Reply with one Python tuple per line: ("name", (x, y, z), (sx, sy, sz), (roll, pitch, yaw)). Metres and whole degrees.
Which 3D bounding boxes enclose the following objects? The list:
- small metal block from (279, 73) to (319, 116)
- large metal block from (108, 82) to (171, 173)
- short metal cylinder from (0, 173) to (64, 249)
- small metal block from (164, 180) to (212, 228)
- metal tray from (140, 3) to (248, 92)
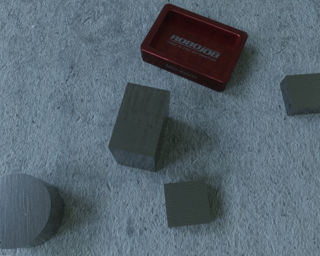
("small metal block", (0.199, -0.046, 0.426), (0.050, 0.025, 0.050), (-4, 70, -2))
("large metal block", (-0.022, 0.003, 0.378), (0.050, 0.080, 0.080), (12, 71, 4))
("short metal cylinder", (-0.159, 0.097, 0.358), (0.081, 0.050, 0.080), (0, 70, 0))
("small metal block", (0.032, 0.092, 0.375), (0.050, 0.025, 0.050), (-5, 70, -2))
("metal tray", (0.049, -0.117, 0.448), (0.130, 0.030, 0.090), (24, 72, 8))
